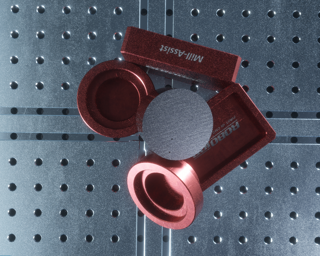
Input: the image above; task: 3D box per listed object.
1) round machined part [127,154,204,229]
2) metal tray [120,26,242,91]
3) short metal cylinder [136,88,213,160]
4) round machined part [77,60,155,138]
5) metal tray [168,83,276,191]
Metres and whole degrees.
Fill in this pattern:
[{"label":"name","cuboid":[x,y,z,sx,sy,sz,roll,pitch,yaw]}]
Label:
[{"label":"round machined part","cuboid":[0.011,0.074,0.388,0.098,0.042,0.097,18,125,28]},{"label":"metal tray","cuboid":[0.023,-0.081,0.381,0.131,0.090,0.030,15,90,-1]},{"label":"short metal cylinder","cuboid":[0.015,-0.007,0.364,0.081,0.050,0.079,-2,99,-12]},{"label":"round machined part","cuboid":[-0.054,-0.036,0.404,0.099,0.042,0.097,0,90,-1]},{"label":"metal tray","cuboid":[0.073,0.013,0.411,0.130,0.030,0.090,-36,90,-1]}]
